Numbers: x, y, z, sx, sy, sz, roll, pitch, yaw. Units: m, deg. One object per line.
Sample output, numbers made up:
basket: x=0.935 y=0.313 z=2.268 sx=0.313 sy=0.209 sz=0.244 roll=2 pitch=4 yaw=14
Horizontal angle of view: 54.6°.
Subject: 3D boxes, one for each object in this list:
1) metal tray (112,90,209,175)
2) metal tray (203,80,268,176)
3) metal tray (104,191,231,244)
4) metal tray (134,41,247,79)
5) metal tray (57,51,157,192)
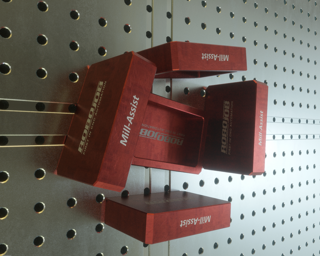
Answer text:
metal tray: x=0.006 y=0.009 z=0.409 sx=0.131 sy=0.030 sz=0.090 roll=14 pitch=81 yaw=-39
metal tray: x=0.108 y=0.000 z=0.456 sx=0.030 sy=0.090 sz=0.129 roll=6 pitch=86 yaw=-40
metal tray: x=0.011 y=0.102 z=0.376 sx=0.131 sy=0.090 sz=0.030 roll=5 pitch=87 yaw=-39
metal tray: x=0.036 y=-0.083 z=0.395 sx=0.131 sy=0.090 sz=0.030 roll=-8 pitch=96 yaw=-39
metal tray: x=-0.057 y=-0.007 z=0.318 sx=0.030 sy=0.090 sz=0.130 roll=23 pitch=75 yaw=-37
